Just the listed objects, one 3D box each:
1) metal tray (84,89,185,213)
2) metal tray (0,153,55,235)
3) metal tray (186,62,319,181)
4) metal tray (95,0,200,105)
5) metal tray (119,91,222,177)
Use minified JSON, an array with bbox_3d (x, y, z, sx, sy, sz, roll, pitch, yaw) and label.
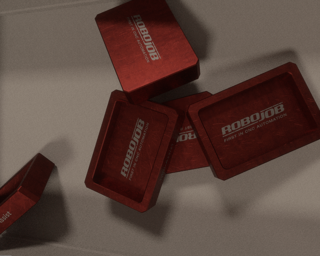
[{"bbox_3d":[-0.033,0.027,0.385,0.090,0.030,0.129,20,97,18],"label":"metal tray"},{"bbox_3d":[-0.216,0.104,0.449,0.130,0.090,0.030,-40,113,15],"label":"metal tray"},{"bbox_3d":[0.106,-0.007,0.348,0.131,0.030,0.090,-23,83,-1],"label":"metal tray"},{"bbox_3d":[-0.018,-0.101,0.379,0.090,0.030,0.130,-23,64,-1],"label":"metal tray"},{"bbox_3d":[0.015,0.012,0.402,0.130,0.030,0.089,-13,86,19],"label":"metal tray"}]
